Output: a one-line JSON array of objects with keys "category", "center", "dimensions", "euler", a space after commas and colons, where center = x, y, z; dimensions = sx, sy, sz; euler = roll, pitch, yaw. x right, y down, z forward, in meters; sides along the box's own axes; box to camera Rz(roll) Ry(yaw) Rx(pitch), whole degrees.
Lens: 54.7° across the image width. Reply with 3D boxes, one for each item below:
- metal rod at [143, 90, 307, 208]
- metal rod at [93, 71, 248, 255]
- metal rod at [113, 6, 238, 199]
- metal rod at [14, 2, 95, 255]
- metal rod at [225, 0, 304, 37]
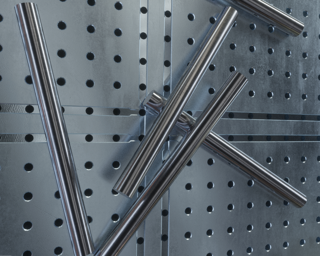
[{"category": "metal rod", "center": [0.105, 0.039, 0.453], "dimensions": [0.301, 0.025, 0.025], "euler": [33, 79, -17]}, {"category": "metal rod", "center": [0.016, 0.050, 0.400], "dimensions": [0.025, 0.025, 0.300], "euler": [39, 85, -16]}, {"category": "metal rod", "center": [0.030, -0.047, 0.401], "dimensions": [0.025, 0.025, 0.300], "euler": [37, 69, -17]}, {"category": "metal rod", "center": [-0.123, 0.006, 0.367], "dimensions": [0.025, 0.025, 0.298], "euler": [-14, 95, -20]}, {"category": "metal rod", "center": [0.086, -0.203, 0.445], "dimensions": [0.302, 0.025, 0.025], "euler": [19, 84, -20]}]
